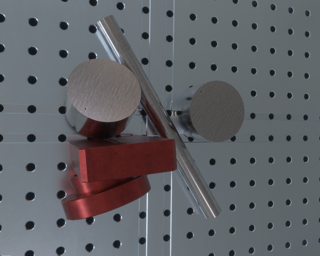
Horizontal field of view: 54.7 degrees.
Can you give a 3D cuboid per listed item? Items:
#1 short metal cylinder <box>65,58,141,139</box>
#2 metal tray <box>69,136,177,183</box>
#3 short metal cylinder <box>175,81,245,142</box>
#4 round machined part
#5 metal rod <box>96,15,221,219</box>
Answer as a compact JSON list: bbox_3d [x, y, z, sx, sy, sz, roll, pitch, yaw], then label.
[{"bbox_3d":[-0.067,-0.033,0.360,0.081,0.050,0.080,8,64,-16],"label":"short metal cylinder"},{"bbox_3d":[-0.047,0.028,0.339,0.091,0.130,0.030,-5,92,-20],"label":"metal tray"},{"bbox_3d":[0.067,-0.022,0.424,0.081,0.050,0.080,0,90,-20],"label":"short metal cylinder"},{"bbox_3d":[-0.063,0.064,0.351,0.099,0.098,0.042,-18,89,-19],"label":"round machined part"},{"bbox_3d":[0.003,-0.006,0.413,0.025,0.025,0.299,-33,101,-17],"label":"metal rod"}]
